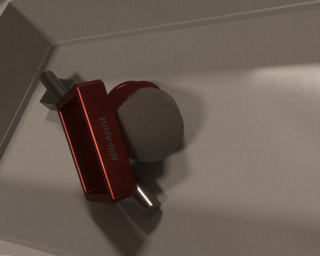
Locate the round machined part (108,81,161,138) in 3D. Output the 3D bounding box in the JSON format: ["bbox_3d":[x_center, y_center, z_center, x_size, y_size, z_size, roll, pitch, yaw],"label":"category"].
[{"bbox_3d":[-0.040,-0.027,0.431,0.098,0.042,0.098,-13,56,20],"label":"round machined part"}]

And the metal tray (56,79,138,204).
[{"bbox_3d":[-0.077,0.019,0.358,0.090,0.030,0.129,-19,89,57],"label":"metal tray"}]

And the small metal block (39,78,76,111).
[{"bbox_3d":[-0.167,-0.055,0.525,0.050,0.025,0.050,11,67,32],"label":"small metal block"}]

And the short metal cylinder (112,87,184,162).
[{"bbox_3d":[-0.014,-0.005,0.371,0.080,0.080,0.050,-32,14,7],"label":"short metal cylinder"}]

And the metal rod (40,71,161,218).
[{"bbox_3d":[-0.098,0.005,0.433,0.025,0.025,0.300,-44,57,-2],"label":"metal rod"}]
